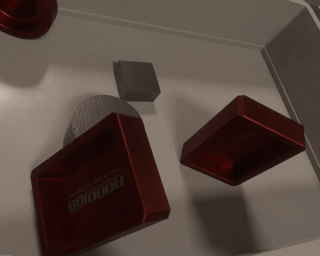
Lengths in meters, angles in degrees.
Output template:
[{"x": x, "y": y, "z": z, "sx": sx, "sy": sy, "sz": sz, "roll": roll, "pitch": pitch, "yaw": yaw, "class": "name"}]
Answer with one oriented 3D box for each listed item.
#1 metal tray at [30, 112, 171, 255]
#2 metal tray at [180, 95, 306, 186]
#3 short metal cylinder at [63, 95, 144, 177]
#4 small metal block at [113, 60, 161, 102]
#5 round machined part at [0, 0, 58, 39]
[{"x": -0.060, "y": 0.055, "z": 0.272, "sx": 0.030, "sy": 0.130, "sz": 0.090, "roll": 12, "pitch": 53, "yaw": -52, "class": "metal tray"}, {"x": 0.094, "y": 0.023, "z": 0.377, "sx": 0.090, "sy": 0.129, "sz": 0.030, "roll": 25, "pitch": 53, "yaw": -14, "class": "metal tray"}, {"x": -0.064, "y": 0.009, "z": 0.351, "sx": 0.081, "sy": 0.050, "sz": 0.080, "roll": 14, "pitch": 56, "yaw": -21, "class": "short metal cylinder"}, {"x": -0.032, "y": -0.064, "z": 0.429, "sx": 0.050, "sy": 0.025, "sz": 0.050, "roll": -2, "pitch": 63, "yaw": -30, "class": "small metal block"}, {"x": -0.169, "y": -0.158, "z": 0.365, "sx": 0.099, "sy": 0.097, "sz": 0.042, "roll": 22, "pitch": 54, "yaw": -15, "class": "round machined part"}]
